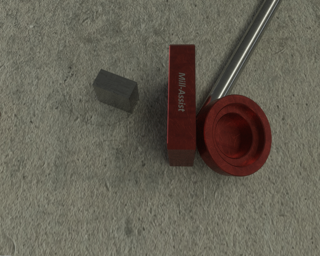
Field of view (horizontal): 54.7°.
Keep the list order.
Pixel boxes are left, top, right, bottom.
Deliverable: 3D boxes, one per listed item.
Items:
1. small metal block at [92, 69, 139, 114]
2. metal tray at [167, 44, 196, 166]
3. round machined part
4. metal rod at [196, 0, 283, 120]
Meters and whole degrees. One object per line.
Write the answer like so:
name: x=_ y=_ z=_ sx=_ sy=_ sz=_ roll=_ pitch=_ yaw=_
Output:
small metal block: x=-0.057 y=-0.047 z=0.412 sx=0.050 sy=0.050 sz=0.025 roll=21 pitch=72 yaw=7
metal tray: x=0.027 y=-0.025 z=0.382 sx=0.030 sy=0.090 sz=0.130 roll=0 pitch=70 yaw=4
round machined part: x=0.086 y=0.011 z=0.383 sx=0.099 sy=0.042 sz=0.097 roll=4 pitch=81 yaw=-24
metal rod: x=0.131 y=-0.125 z=0.455 sx=0.025 sy=0.025 sz=0.300 roll=29 pitch=72 yaw=10
